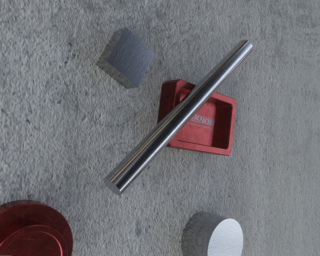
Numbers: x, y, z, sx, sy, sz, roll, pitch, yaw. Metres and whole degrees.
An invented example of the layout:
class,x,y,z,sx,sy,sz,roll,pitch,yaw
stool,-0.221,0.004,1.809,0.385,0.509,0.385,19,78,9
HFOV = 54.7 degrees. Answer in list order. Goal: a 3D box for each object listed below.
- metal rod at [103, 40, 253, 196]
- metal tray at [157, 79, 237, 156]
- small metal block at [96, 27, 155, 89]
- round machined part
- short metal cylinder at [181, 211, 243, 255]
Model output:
class,x,y,z,sx,sy,sz,roll,pitch,yaw
metal rod,0.041,-0.031,0.400,0.301,0.025,0.025,-46,118,-30
metal tray,0.057,-0.011,0.451,0.131,0.030,0.090,12,82,-40
small metal block,-0.040,-0.083,0.372,0.050,0.025,0.050,37,67,-34
round machined part,-0.127,0.120,0.288,0.099,0.042,0.097,0,90,-40
short metal cylinder,0.078,0.168,0.457,0.081,0.050,0.079,0,90,-40
